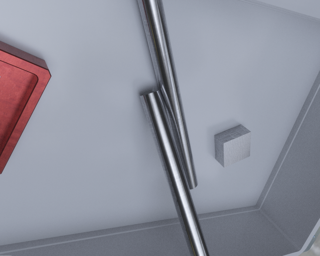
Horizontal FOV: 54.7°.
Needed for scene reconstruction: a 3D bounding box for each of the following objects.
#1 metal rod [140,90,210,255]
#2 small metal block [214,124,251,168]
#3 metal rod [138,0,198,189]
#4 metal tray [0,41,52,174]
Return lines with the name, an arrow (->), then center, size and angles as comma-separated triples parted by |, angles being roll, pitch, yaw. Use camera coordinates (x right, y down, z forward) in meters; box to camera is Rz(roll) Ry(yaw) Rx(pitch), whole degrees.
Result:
metal rod -> 0.031, 0.097, 0.406 | 0.025, 0.025, 0.298 | -21, 101, -17
small metal block -> 0.115, 0.028, 0.492 | 0.050, 0.025, 0.050 | -21, 127, -16
metal rod -> 0.017, -0.028, 0.402 | 0.025, 0.025, 0.298 | -25, 128, -13
metal tray -> -0.176, -0.021, 0.296 | 0.091, 0.030, 0.129 | 22, 106, -37
